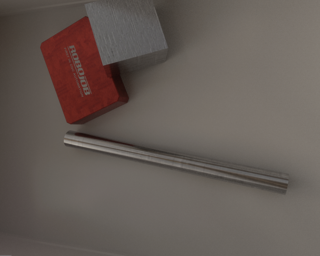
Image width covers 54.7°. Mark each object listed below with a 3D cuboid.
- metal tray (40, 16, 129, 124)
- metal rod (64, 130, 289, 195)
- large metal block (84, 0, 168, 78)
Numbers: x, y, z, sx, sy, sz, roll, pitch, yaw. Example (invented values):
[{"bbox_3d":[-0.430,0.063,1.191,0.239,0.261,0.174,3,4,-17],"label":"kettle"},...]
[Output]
[{"bbox_3d":[-0.110,-0.080,0.445,0.090,0.030,0.129,-24,82,18],"label":"metal tray"},{"bbox_3d":[0.007,0.040,0.407,0.301,0.025,0.025,10,93,19],"label":"metal rod"},{"bbox_3d":[-0.042,-0.119,0.396,0.081,0.050,0.080,-17,84,-6],"label":"large metal block"}]
